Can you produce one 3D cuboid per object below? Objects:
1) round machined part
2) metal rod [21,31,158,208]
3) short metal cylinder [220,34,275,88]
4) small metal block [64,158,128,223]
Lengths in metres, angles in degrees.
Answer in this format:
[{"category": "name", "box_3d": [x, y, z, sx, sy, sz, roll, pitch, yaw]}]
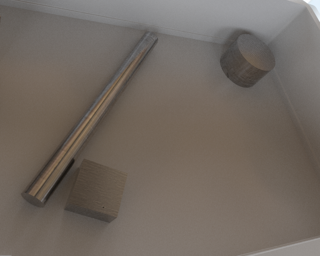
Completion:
[{"category": "round machined part", "box_3d": [0.313, -0.227, 0.709, 0.099, 0.042, 0.098, 14, 56, -21]}, {"category": "metal rod", "box_3d": [-0.068, -0.035, 0.391, 0.025, 0.025, 0.301, 33, 51, -7]}, {"category": "short metal cylinder", "box_3d": [0.155, -0.118, 0.548, 0.081, 0.050, 0.080, 14, 56, -21]}, {"category": "small metal block", "box_3d": [-0.067, 0.067, 0.330, 0.050, 0.025, 0.050, 22, 53, -16]}]
